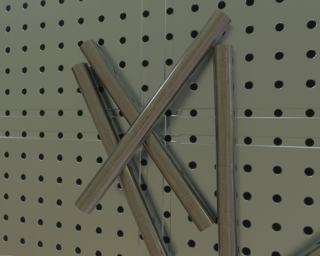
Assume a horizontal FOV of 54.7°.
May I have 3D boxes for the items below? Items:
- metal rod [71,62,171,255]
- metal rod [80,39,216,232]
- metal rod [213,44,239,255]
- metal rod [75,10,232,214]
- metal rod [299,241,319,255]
[{"bbox_3d":[-0.056,0.045,0.431,0.025,0.025,0.299,-27,81,18],"label":"metal rod"},{"bbox_3d":[-0.022,0.002,0.419,0.025,0.025,0.299,-37,79,16],"label":"metal rod"},{"bbox_3d":[0.082,0.049,0.383,0.025,0.025,0.298,-2,89,19],"label":"metal rod"},{"bbox_3d":[-0.010,-0.018,0.392,0.025,0.025,0.299,37,93,16],"label":"metal rod"},{"bbox_3d":[0.203,0.122,0.341,0.299,0.025,0.025,-45,77,14],"label":"metal rod"}]
